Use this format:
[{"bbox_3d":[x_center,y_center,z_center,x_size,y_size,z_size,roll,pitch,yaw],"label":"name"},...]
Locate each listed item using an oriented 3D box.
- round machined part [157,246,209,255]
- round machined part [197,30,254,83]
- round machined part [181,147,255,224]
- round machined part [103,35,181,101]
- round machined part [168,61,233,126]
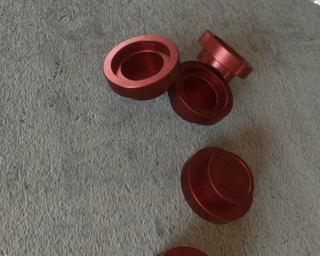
[{"bbox_3d":[0.030,0.168,0.306,0.099,0.042,0.098,14,56,-21],"label":"round machined part"},{"bbox_3d":[0.098,-0.109,0.495,0.098,0.042,0.098,33,24,-16],"label":"round machined part"},{"bbox_3d":[0.080,0.068,0.394,0.099,0.042,0.098,14,56,-21],"label":"round machined part"},{"bbox_3d":[-0.021,-0.075,0.407,0.098,0.042,0.098,-6,52,8],"label":"round machined part"},{"bbox_3d":[0.053,-0.046,0.449,0.099,0.042,0.098,14,56,-22],"label":"round machined part"}]
